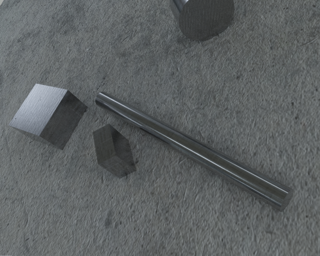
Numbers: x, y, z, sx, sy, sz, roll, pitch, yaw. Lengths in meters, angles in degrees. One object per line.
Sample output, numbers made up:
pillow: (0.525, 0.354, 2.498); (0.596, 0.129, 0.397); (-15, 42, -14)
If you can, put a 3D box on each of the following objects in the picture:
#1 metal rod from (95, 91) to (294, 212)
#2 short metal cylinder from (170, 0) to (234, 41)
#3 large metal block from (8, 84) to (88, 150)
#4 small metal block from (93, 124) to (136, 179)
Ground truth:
metal rod: (0.016, 0.013, 0.387); (0.300, 0.025, 0.025); (28, 77, 37)
short metal cylinder: (0.059, -0.174, 0.444); (0.080, 0.080, 0.050); (-26, 53, 12)
large metal block: (-0.177, -0.019, 0.492); (0.080, 0.050, 0.080); (14, 69, 33)
small metal block: (-0.059, 0.030, 0.400); (0.025, 0.050, 0.050); (-27, 52, 11)
